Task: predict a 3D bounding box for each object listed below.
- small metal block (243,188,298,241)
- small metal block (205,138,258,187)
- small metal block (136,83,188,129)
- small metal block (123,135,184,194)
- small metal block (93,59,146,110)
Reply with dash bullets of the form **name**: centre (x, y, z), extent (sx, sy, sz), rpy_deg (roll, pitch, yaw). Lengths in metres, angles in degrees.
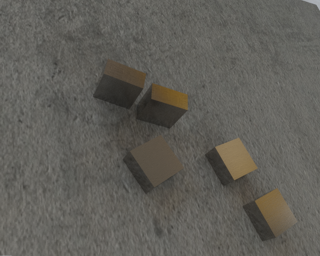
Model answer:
- **small metal block**: centre (0.148, 0.115, 0.415), extent (0.050, 0.025, 0.050), rpy_deg (-16, 70, -35)
- **small metal block**: centre (0.099, 0.047, 0.431), extent (0.050, 0.025, 0.050), rpy_deg (-17, 71, -35)
- **small metal block**: centre (0.002, -0.028, 0.407), extent (0.050, 0.050, 0.025), rpy_deg (16, 56, -20)
- **small metal block**: centre (-0.008, 0.043, 0.375), extent (0.050, 0.025, 0.050), rpy_deg (-27, 77, -37)
- **small metal block**: centre (-0.052, -0.054, 0.394), extent (0.050, 0.050, 0.025), rpy_deg (19, 54, -18)
